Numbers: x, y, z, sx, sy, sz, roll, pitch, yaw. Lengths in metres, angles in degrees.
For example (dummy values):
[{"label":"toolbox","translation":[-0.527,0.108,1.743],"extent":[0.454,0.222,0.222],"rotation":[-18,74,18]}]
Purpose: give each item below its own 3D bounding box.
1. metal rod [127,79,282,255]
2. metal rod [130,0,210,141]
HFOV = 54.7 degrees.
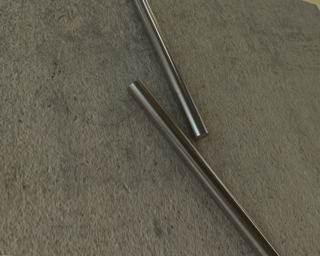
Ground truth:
[{"label":"metal rod","translation":[0.057,0.058,0.400],"extent":[0.025,0.025,0.300],"rotation":[-32,80,-38]},{"label":"metal rod","translation":[0.004,-0.118,0.479],"extent":[0.025,0.025,0.299],"rotation":[-9,66,-32]}]
